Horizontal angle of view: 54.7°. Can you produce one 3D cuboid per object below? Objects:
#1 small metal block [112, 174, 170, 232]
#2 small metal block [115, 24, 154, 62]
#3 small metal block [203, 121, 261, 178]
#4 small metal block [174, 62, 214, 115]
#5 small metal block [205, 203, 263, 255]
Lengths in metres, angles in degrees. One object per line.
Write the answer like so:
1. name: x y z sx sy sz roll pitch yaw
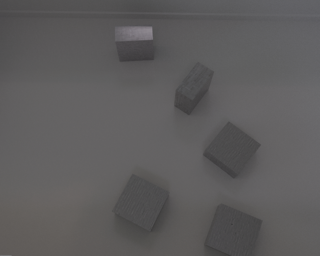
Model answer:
1. small metal block: -0.022 0.091 0.376 0.050 0.025 0.050 25 72 9
2. small metal block: -0.035 -0.120 0.440 0.050 0.050 0.025 -3 70 -1
3. small metal block: 0.092 0.028 0.400 0.050 0.025 0.050 38 74 12
4. small metal block: 0.045 -0.052 0.415 0.025 0.050 0.050 34 74 11
5. small metal block: 0.086 0.124 0.365 0.050 0.025 0.050 22 71 7
